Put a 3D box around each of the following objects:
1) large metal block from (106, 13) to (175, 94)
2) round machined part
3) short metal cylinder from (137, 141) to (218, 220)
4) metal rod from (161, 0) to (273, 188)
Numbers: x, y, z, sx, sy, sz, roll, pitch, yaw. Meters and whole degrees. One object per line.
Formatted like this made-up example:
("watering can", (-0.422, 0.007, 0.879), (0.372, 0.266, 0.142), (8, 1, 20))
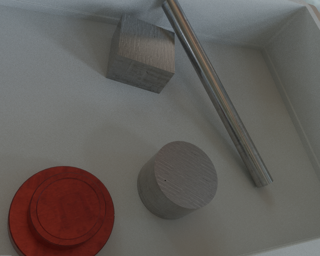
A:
("large metal block", (-0.026, -0.105, 0.441), (0.081, 0.050, 0.080), (15, 56, -20))
("round machined part", (-0.090, 0.082, 0.297), (0.099, 0.042, 0.098), (14, 56, -21))
("short metal cylinder", (0.020, 0.062, 0.364), (0.081, 0.050, 0.080), (14, 56, -21))
("metal rod", (0.082, -0.053, 0.450), (0.025, 0.025, 0.299), (-25, 86, -37))
